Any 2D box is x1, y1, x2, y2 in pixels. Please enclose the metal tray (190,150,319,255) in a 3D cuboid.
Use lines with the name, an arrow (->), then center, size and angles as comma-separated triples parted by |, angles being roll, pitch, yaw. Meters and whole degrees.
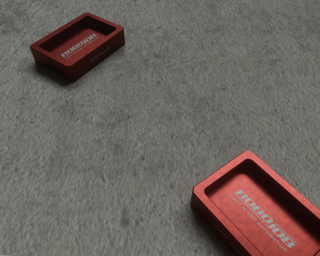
metal tray -> 0.107, 0.093, 0.322 | 0.091, 0.030, 0.130 | -30, 56, -23

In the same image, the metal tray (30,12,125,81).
metal tray -> -0.133, -0.139, 0.514 | 0.090, 0.030, 0.131 | 29, 55, 21
